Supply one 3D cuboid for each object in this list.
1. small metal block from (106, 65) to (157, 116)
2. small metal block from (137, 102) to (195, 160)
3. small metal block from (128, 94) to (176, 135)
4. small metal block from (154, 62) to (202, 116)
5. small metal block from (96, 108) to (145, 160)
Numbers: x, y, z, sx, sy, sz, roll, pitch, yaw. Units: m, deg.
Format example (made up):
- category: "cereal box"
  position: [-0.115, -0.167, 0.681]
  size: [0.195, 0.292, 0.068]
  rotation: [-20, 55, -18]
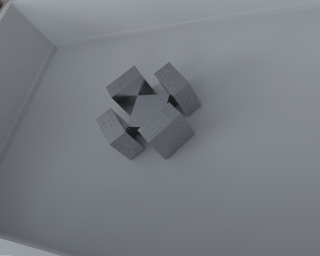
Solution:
- category: "small metal block"
  position: [-0.039, -0.052, 0.439]
  size: [0.050, 0.050, 0.025]
  rotation: [-37, 50, 5]
- category: "small metal block"
  position: [0.009, 0.005, 0.379]
  size: [0.050, 0.050, 0.025]
  rotation: [-42, 52, -1]
- category: "small metal block"
  position: [-0.010, -0.017, 0.419]
  size: [0.050, 0.025, 0.050]
  rotation: [1, 62, 28]
- category: "small metal block"
  position: [0.024, -0.050, 0.405]
  size: [0.025, 0.050, 0.050]
  rotation: [-38, 52, 2]
- category: "small metal block"
  position: [-0.052, 0.008, 0.410]
  size: [0.025, 0.050, 0.050]
  rotation: [-39, 51, 3]
